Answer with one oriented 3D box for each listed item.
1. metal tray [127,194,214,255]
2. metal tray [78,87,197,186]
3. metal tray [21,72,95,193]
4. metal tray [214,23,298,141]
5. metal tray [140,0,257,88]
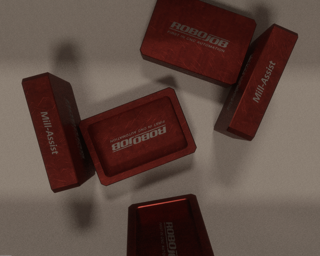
[{"bbox_3d":[0.009,0.132,0.358,0.091,0.130,0.030,-10,113,-1],"label":"metal tray"},{"bbox_3d":[-0.028,0.011,0.408,0.131,0.030,0.090,-21,90,-1],"label":"metal tray"},{"bbox_3d":[-0.119,0.005,0.377,0.030,0.090,0.129,-16,90,0],"label":"metal tray"},{"bbox_3d":[0.112,-0.051,0.380,0.030,0.090,0.129,24,90,0],"label":"metal tray"},{"bbox_3d":[0.049,-0.116,0.410,0.131,0.030,0.090,19,90,-1],"label":"metal tray"}]
